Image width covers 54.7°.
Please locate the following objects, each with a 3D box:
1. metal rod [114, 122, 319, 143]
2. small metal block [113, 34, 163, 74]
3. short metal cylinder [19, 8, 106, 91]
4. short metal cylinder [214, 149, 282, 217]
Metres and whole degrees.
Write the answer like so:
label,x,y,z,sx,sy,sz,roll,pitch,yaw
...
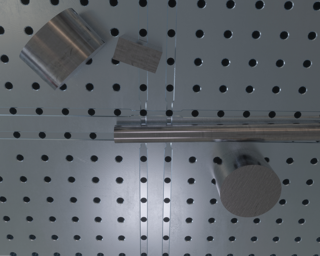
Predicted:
label,x,y,z,sx,sy,sz,roll,pitch,yaw
metal rod,0.091,0.006,0.416,0.302,0.025,0.025,-1,110,0
small metal block,-0.025,-0.089,0.367,0.050,0.050,0.025,18,109,-7
short metal cylinder,-0.109,-0.088,0.351,0.080,0.080,0.050,-40,105,13
short metal cylinder,0.119,0.075,0.429,0.081,0.050,0.079,0,110,0
